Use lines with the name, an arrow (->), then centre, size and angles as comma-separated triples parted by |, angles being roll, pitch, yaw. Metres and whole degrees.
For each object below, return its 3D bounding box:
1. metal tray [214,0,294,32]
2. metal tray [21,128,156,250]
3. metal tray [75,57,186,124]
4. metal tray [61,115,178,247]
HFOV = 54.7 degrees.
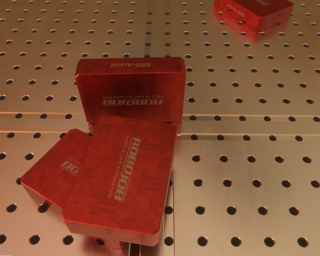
metal tray -> 0.183, -0.247, 0.614 | 0.091, 0.030, 0.130 | -27, 55, -22
metal tray -> -0.075, 0.063, 0.351 | 0.130, 0.030, 0.090 | 25, 54, 19
metal tray -> -0.035, -0.047, 0.403 | 0.131, 0.089, 0.030 | -2, 50, -2
metal tray -> -0.035, 0.048, 0.324 | 0.090, 0.030, 0.130 | 8, 50, 6
